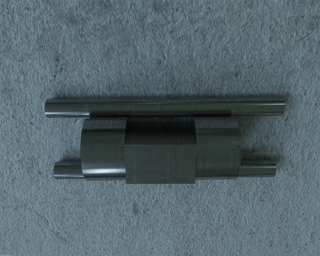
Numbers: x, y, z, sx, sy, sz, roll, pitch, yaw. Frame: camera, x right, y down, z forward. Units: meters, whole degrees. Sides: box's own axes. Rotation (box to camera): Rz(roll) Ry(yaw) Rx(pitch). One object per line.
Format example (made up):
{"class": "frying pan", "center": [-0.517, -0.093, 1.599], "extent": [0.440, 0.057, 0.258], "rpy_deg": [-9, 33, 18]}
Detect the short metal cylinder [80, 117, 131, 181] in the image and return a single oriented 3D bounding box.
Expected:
{"class": "short metal cylinder", "center": [-0.065, 0.026, 0.390], "extent": [0.050, 0.080, 0.079], "rpy_deg": [-1, 110, 0]}

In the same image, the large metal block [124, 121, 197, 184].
{"class": "large metal block", "center": [0.001, 0.028, 0.389], "extent": [0.081, 0.080, 0.050], "rpy_deg": [0, 110, 0]}

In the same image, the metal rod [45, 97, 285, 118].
{"class": "metal rod", "center": [0.007, -0.027, 0.401], "extent": [0.302, 0.025, 0.025], "rpy_deg": [-1, 110, 0]}

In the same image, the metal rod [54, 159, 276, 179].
{"class": "metal rod", "center": [0.007, 0.058, 0.432], "extent": [0.302, 0.025, 0.025], "rpy_deg": [-1, 110, 0]}

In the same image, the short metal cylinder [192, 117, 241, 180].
{"class": "short metal cylinder", "center": [0.067, 0.025, 0.391], "extent": [0.050, 0.080, 0.079], "rpy_deg": [-1, 110, 0]}
